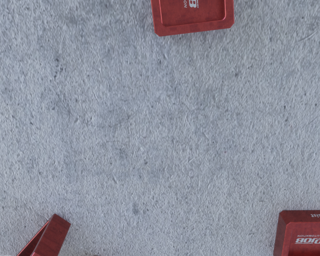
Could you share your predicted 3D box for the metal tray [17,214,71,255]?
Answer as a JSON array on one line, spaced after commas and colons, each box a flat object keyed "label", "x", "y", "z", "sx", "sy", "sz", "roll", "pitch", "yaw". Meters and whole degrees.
[{"label": "metal tray", "x": -0.189, "y": 0.196, "z": 0.445, "sx": 0.030, "sy": 0.090, "sz": 0.130, "roll": 39, "pitch": 105, "yaw": -13}]

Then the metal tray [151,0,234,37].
[{"label": "metal tray", "x": 0.032, "y": -0.174, "z": 0.343, "sx": 0.091, "sy": 0.030, "sz": 0.129, "roll": -7, "pitch": 110, "yaw": 2}]

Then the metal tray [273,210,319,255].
[{"label": "metal tray", "x": 0.247, "y": 0.171, "z": 0.472, "sx": 0.131, "sy": 0.030, "sz": 0.089, "roll": 0, "pitch": 110, "yaw": 0}]
